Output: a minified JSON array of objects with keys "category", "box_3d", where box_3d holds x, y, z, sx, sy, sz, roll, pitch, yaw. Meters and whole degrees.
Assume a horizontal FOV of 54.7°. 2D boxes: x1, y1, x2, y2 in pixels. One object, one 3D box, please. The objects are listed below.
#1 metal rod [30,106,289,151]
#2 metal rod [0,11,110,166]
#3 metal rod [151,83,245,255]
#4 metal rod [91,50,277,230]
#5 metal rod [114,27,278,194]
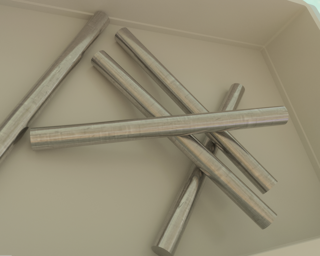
[{"category":"metal rod","box_3d":[0.011,-0.002,0.363,0.302,0.025,0.025,-6,64,-14]},{"category":"metal rod","box_3d":[-0.131,-0.052,0.366,0.025,0.025,0.300,30,52,-10]},{"category":"metal rod","box_3d":[0.066,0.034,0.422,0.025,0.025,0.301,37,51,-4]},{"category":"metal rod","box_3d":[0.022,0.007,0.390,0.300,0.025,0.025,44,50,12]},{"category":"metal rod","box_3d":[0.040,-0.032,0.425,0.025,0.025,0.300,-31,72,-38]}]
